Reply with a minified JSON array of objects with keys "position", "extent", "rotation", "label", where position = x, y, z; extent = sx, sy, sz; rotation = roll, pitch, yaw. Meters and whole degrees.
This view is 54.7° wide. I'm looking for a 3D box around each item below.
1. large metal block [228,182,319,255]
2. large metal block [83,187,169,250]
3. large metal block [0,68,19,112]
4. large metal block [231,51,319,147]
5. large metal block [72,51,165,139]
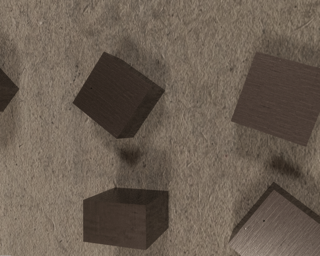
[{"position":[0.137,0.120,0.348],"extent":[0.080,0.050,0.080],"rotation":[38,102,15],"label":"large metal block"},{"position":[-0.040,0.110,0.393],"extent":[0.080,0.080,0.050],"rotation":[0,90,19],"label":"large metal block"},{"position":[-0.285,-0.072,0.478],"extent":[0.080,0.080,0.050],"rotation":[44,104,14],"label":"large metal block"},{"position":[0.135,-0.032,0.348],"extent":[0.080,0.050,0.080],"rotation":[21,97,18],"label":"large metal block"},{"position":[-0.054,-0.042,0.414],"extent":[0.080,0.050,0.080],"rotation":[38,102,15],"label":"large metal block"}]
